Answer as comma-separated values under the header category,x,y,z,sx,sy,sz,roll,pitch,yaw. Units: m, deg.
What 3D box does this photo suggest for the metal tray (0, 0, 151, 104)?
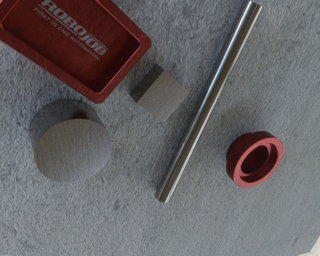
category,x,y,z,sx,sy,sz,roll,pitch,yaw
metal tray,-0.083,-0.093,0.301,0.090,0.030,0.130,-49,129,6

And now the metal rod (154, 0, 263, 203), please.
category,x,y,z,sx,sy,sz,roll,pitch,yaw
metal rod,0.059,-0.022,0.426,0.025,0.025,0.298,10,113,-33

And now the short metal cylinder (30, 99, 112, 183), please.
category,x,y,z,sx,sy,sz,roll,pitch,yaw
short metal cylinder,-0.100,0.014,0.346,0.081,0.050,0.079,-14,125,-21

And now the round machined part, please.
category,x,y,z,sx,sy,sz,roll,pitch,yaw
round machined part,0.149,0.047,0.509,0.099,0.042,0.097,-14,125,-21

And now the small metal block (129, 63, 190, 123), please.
category,x,y,z,sx,sy,sz,roll,pitch,yaw
small metal block,0.000,-0.042,0.382,0.050,0.025,0.050,-50,129,6
